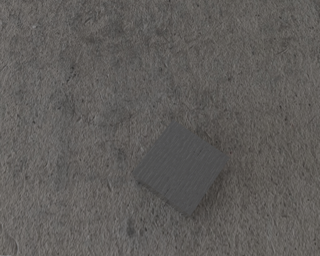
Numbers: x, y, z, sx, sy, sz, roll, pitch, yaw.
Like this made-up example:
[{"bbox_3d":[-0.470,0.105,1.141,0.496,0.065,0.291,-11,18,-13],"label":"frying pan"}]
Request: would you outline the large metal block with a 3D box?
[{"bbox_3d":[0.025,0.051,0.377,0.080,0.050,0.080,34,74,11],"label":"large metal block"}]
